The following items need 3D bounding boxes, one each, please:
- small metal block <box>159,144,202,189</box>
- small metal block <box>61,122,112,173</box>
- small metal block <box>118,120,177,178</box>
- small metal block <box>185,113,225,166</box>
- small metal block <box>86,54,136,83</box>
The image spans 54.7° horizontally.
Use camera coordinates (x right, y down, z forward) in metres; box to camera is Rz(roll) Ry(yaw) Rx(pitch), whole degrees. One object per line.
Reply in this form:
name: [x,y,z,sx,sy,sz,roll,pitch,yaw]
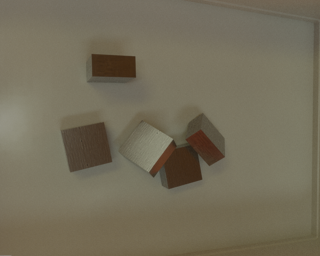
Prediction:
small metal block: [0.026,0.050,0.421,0.050,0.025,0.050,-12,94,-20]
small metal block: [-0.090,0.022,0.378,0.050,0.025,0.050,-13,95,-20]
small metal block: [-0.015,0.026,0.392,0.050,0.025,0.050,31,76,24]
small metal block: [0.063,0.015,0.419,0.025,0.050,0.050,-36,106,25]
small metal block: [-0.061,-0.071,0.375,0.050,0.050,0.025,-2,91,-20]
